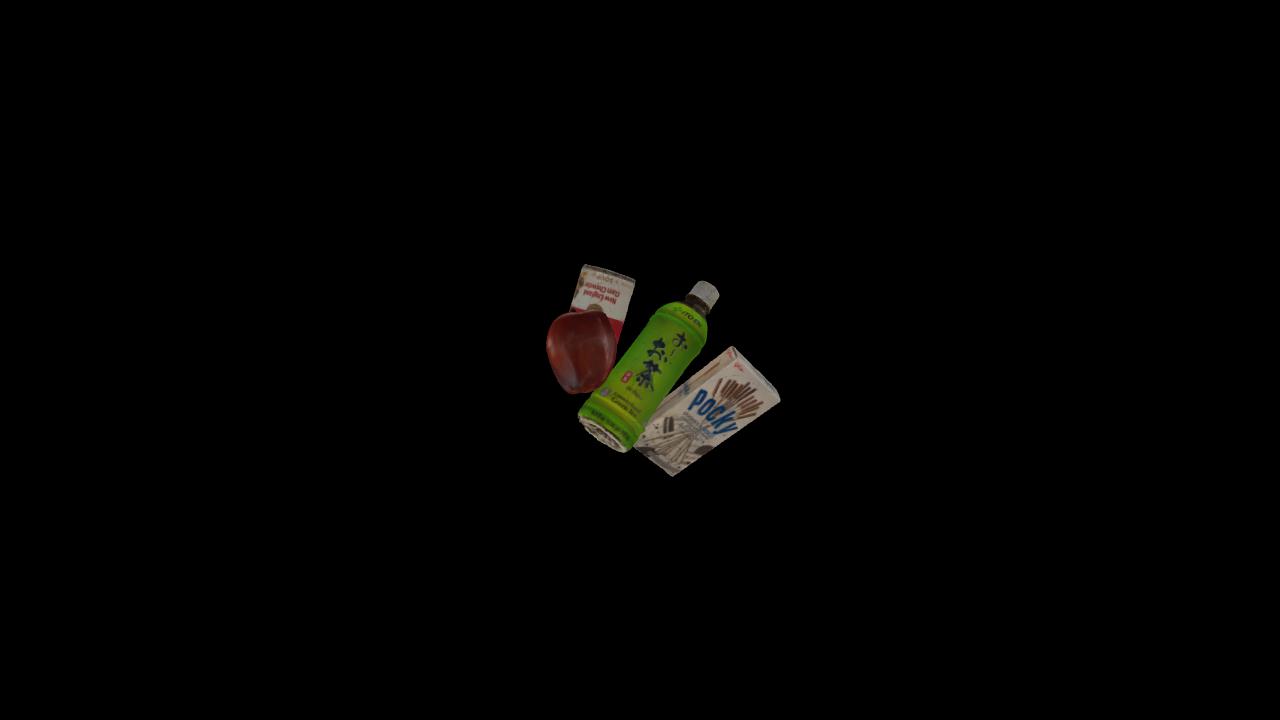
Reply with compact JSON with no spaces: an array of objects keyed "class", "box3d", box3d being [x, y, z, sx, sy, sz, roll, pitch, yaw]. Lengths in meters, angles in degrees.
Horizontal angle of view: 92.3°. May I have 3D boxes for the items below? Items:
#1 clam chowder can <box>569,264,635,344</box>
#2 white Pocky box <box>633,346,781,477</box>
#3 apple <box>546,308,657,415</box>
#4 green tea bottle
[{"class":"clam chowder can","box3d":[-0.050,-0.055,0.730,0.068,0.102,0.068,17,2,-1]},{"class":"white Pocky box","box3d":[0.066,0.059,0.667,0.084,0.154,0.028,41,20,-29]},{"class":"apple","box3d":[-0.062,-0.011,0.658,0.079,0.093,0.079,-9,-7,-1]},{"class":"green tea bottle","box3d":[0.018,-0.002,0.674,0.073,0.212,0.073,31,-17,11]}]
